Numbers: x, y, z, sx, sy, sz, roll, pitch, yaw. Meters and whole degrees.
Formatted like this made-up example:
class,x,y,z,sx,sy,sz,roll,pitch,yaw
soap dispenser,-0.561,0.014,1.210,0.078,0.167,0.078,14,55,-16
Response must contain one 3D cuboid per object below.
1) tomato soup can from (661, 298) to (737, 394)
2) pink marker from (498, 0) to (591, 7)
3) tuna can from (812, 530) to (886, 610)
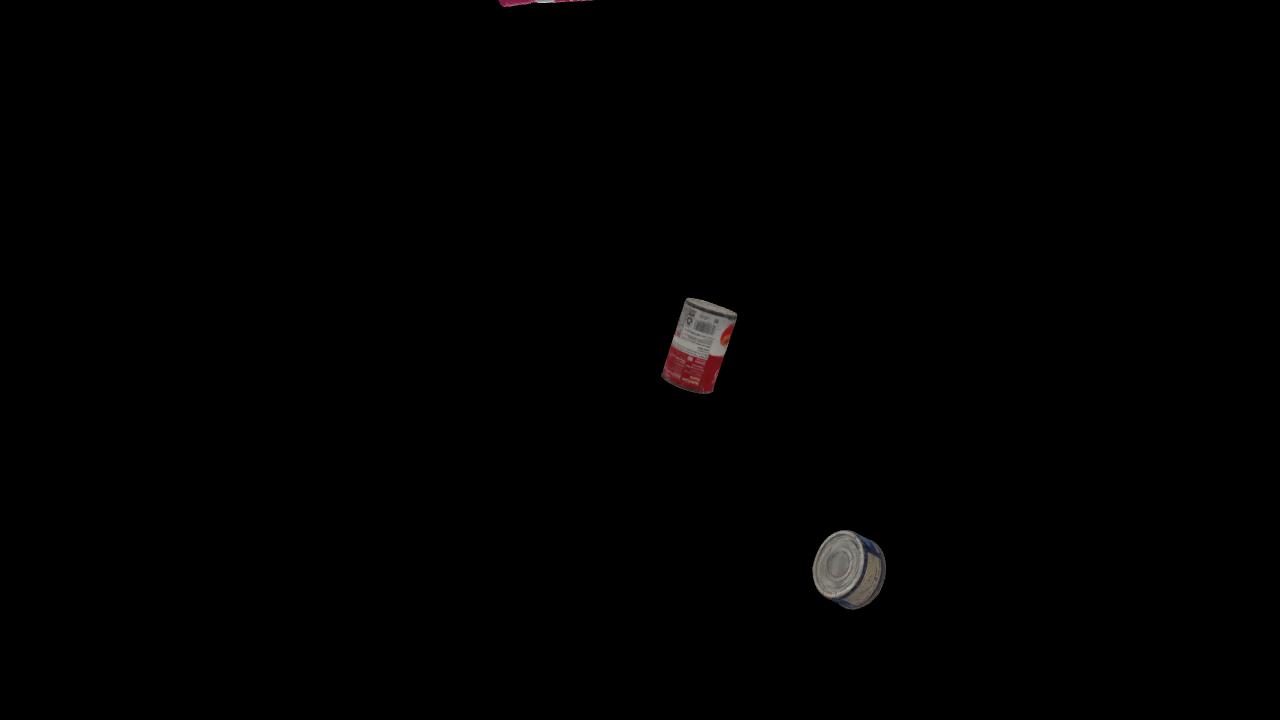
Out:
class,x,y,z,sx,sy,sz,roll,pitch,yaw
tomato soup can,0.072,-0.018,0.747,0.068,0.101,0.068,15,14,-4
pink marker,-0.044,-0.258,0.425,0.121,0.020,0.020,-19,8,-24
tuna can,0.242,0.243,0.718,0.034,0.084,0.084,30,-10,-17
